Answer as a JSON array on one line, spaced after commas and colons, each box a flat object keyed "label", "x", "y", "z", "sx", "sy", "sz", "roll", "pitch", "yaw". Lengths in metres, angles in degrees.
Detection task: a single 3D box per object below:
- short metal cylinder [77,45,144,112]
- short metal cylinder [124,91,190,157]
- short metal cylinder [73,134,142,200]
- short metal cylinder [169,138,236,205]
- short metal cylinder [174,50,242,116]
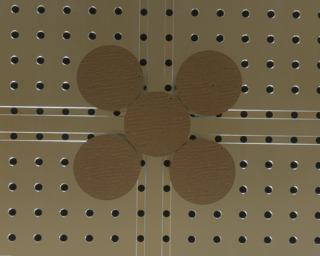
[{"label": "short metal cylinder", "x": -0.061, "y": -0.061, "z": 0.399, "sx": 0.081, "sy": 0.050, "sz": 0.079, "roll": 0, "pitch": 90, "yaw": -1}, {"label": "short metal cylinder", "x": -0.003, "y": -0.005, "z": 0.400, "sx": 0.081, "sy": 0.050, "sz": 0.079, "roll": 0, "pitch": 90, "yaw": -1}, {"label": "short metal cylinder", "x": -0.065, "y": 0.047, "z": 0.399, "sx": 0.081, "sy": 0.050, "sz": 0.079, "roll": 0, "pitch": 90, "yaw": -1}, {"label": "short metal cylinder", "x": 0.052, "y": 0.053, "z": 0.401, "sx": 0.081, "sy": 0.050, "sz": 0.079, "roll": 0, "pitch": 90, "yaw": -1}, {"label": "short metal cylinder", "x": 0.059, "y": -0.054, "z": 0.399, "sx": 0.081, "sy": 0.050, "sz": 0.079, "roll": 0, "pitch": 90, "yaw": -1}]
